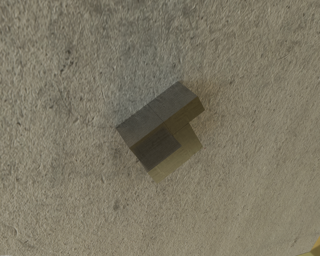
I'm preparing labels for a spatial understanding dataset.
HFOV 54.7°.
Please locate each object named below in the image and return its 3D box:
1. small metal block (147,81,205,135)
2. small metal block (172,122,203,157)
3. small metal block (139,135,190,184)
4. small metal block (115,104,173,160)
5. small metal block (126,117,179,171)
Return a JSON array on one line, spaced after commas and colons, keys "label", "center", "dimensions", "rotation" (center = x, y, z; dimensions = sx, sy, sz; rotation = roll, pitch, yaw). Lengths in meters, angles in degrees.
[{"label": "small metal block", "center": [0.019, -0.026, 0.387], "dimensions": [0.050, 0.050, 0.025], "rotation": [-37, 130, -4]}, {"label": "small metal block", "center": [0.026, 0.005, 0.411], "dimensions": [0.025, 0.050, 0.050], "rotation": [-37, 130, -4]}, {"label": "small metal block", "center": [0.000, 0.032, 0.381], "dimensions": [0.050, 0.050, 0.025], "rotation": [-37, 130, -4]}, {"label": "small metal block", "center": [-0.021, 0.004, 0.384], "dimensions": [0.050, 0.050, 0.025], "rotation": [-37, 130, -4]}, {"label": "small metal block", "center": [-0.009, 0.022, 0.418], "dimensions": [0.050, 0.025, 0.050], "rotation": [-37, 130, -4]}]
